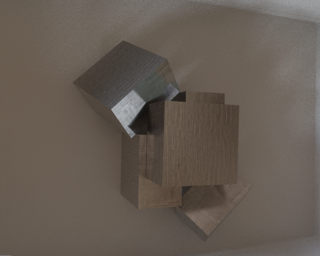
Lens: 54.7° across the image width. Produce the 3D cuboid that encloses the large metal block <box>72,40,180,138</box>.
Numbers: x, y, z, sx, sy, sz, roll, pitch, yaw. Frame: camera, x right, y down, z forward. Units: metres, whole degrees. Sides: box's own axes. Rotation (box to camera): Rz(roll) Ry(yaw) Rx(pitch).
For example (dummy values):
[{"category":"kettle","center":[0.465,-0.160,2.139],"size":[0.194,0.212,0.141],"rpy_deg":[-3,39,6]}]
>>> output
[{"category":"large metal block","center":[-0.038,-0.047,0.358],"size":[0.080,0.080,0.050],"rpy_deg":[-45,139,-15]}]

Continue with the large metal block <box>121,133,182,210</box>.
[{"category":"large metal block","center":[-0.013,0.047,0.375],"size":[0.050,0.080,0.080],"rpy_deg":[1,90,-20]}]

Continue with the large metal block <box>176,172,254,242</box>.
[{"category":"large metal block","center":[0.067,0.094,0.396],"size":[0.080,0.080,0.050],"rpy_deg":[-43,69,-15]}]

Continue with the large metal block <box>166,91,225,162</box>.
[{"category":"large metal block","center":[0.038,-0.001,0.392],"size":[0.050,0.080,0.080],"rpy_deg":[1,90,-20]}]

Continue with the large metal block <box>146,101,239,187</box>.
[{"category":"large metal block","center":[0.033,0.015,0.322],"size":[0.081,0.050,0.080],"rpy_deg":[2,90,-20]}]
